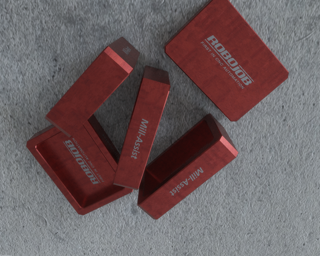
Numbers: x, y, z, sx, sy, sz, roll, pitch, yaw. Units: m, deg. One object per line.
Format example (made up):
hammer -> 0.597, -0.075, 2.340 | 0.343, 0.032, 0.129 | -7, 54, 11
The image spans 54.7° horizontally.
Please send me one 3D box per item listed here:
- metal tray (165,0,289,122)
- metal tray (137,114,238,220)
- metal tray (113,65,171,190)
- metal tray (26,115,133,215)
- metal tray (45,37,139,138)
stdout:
metal tray -> 0.080, -0.082, 0.379 | 0.090, 0.030, 0.130 | -43, 105, 13
metal tray -> 0.030, 0.046, 0.393 | 0.130, 0.090, 0.030 | -41, 105, 13
metal tray -> -0.022, -0.003, 0.374 | 0.030, 0.090, 0.129 | 16, 109, -6
metal tray -> -0.104, 0.048, 0.424 | 0.090, 0.030, 0.130 | -27, 108, 9
metal tray -> -0.066, -0.051, 0.335 | 0.030, 0.130, 0.090 | 42, 104, -14
